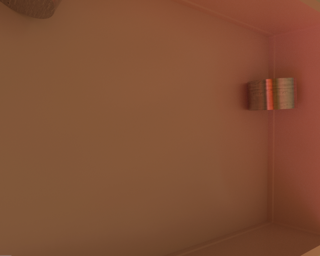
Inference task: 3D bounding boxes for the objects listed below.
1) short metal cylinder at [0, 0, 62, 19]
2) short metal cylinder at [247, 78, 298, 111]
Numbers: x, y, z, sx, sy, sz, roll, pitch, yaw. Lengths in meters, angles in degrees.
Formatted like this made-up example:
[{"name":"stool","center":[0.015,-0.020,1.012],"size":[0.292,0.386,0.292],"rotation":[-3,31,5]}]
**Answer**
[{"name":"short metal cylinder","center":[-0.119,-0.144,0.272],"size":[0.080,0.080,0.050],"rotation":[35,69,-35]},{"name":"short metal cylinder","center":[0.194,-0.058,0.537],"size":[0.081,0.080,0.050],"rotation":[-7,95,-40]}]
